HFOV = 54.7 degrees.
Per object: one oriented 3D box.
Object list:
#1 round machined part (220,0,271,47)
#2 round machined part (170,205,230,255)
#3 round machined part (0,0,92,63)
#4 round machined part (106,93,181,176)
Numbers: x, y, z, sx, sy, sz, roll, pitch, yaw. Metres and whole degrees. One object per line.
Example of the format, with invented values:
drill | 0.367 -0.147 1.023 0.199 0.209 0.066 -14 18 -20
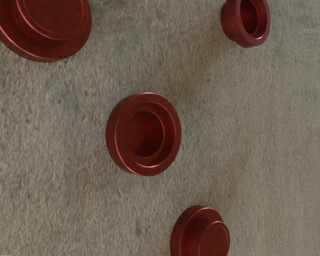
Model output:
round machined part | 0.138 -0.181 0.512 0.099 0.042 0.097 0 90 -40
round machined part | 0.065 0.166 0.451 0.099 0.042 0.097 0 90 -40
round machined part | -0.110 -0.116 0.302 0.099 0.042 0.097 0 90 -40
round machined part | -0.023 0.007 0.376 0.099 0.042 0.097 0 90 -40
